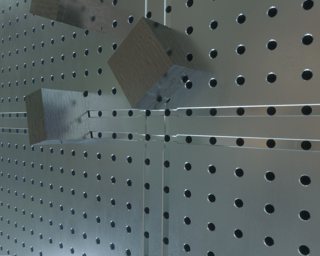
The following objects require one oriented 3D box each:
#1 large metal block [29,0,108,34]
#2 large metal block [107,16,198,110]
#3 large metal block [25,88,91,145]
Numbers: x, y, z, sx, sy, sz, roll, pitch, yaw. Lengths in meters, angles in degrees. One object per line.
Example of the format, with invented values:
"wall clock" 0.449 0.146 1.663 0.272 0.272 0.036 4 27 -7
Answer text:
"large metal block" -0.145 -0.190 0.490 0.080 0.081 0.050 27 107 36
"large metal block" -0.012 -0.080 0.401 0.080 0.050 0.080 -43 64 31
"large metal block" -0.166 -0.016 0.507 0.050 0.081 0.080 -15 81 39
